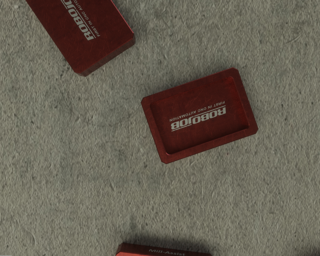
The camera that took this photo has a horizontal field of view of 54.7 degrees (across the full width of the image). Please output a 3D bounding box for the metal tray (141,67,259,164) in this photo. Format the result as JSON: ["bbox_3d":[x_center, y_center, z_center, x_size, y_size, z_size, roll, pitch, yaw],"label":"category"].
[{"bbox_3d":[0.050,-0.016,0.407,0.131,0.030,0.090,-19,90,0],"label":"metal tray"}]

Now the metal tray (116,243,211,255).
[{"bbox_3d":[0.003,0.208,0.408,0.131,0.030,0.089,7,90,0],"label":"metal tray"}]

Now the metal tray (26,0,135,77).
[{"bbox_3d":[-0.104,-0.145,0.406,0.090,0.030,0.130,-34,90,0],"label":"metal tray"}]
